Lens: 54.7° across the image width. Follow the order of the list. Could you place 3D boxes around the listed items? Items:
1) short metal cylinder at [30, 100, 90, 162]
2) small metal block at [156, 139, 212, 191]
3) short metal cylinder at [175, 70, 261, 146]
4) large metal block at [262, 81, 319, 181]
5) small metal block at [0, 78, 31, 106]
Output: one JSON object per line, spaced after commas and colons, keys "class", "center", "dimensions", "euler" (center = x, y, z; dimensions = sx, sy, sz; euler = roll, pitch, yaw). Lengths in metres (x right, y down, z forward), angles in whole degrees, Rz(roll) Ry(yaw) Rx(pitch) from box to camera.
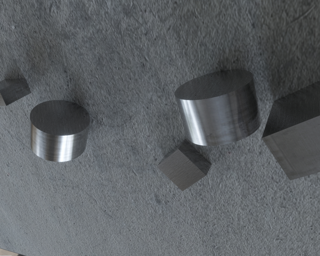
{"class": "short metal cylinder", "center": [-0.145, 0.003, 0.450], "dimensions": [0.080, 0.080, 0.050], "euler": [27, 128, 11]}
{"class": "small metal block", "center": [0.032, 0.051, 0.421], "dimensions": [0.050, 0.025, 0.050], "euler": [44, 129, -3]}
{"class": "short metal cylinder", "center": [0.061, -0.023, 0.325], "dimensions": [0.080, 0.080, 0.050], "euler": [-4, 117, 30]}
{"class": "large metal block", "center": [0.151, -0.005, 0.289], "dimensions": [0.080, 0.080, 0.050], "euler": [-28, 103, 37]}
{"class": "small metal block", "center": [-0.242, -0.056, 0.483], "dimensions": [0.050, 0.050, 0.025], "euler": [2, 119, 27]}
